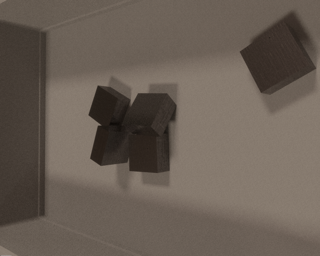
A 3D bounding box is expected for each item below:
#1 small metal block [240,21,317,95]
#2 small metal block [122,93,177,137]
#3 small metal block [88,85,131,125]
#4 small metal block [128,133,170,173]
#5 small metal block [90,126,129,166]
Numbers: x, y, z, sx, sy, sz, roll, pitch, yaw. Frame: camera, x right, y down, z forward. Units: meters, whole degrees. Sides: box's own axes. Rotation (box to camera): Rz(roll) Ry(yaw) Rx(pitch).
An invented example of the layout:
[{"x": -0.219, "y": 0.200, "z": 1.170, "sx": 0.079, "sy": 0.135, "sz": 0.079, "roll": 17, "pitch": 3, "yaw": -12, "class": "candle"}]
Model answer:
[{"x": 0.117, "y": -0.068, "z": 0.310, "sx": 0.050, "sy": 0.025, "sz": 0.050, "roll": -33, "pitch": 70, "yaw": 34, "class": "small metal block"}, {"x": -0.014, "y": -0.018, "z": 0.401, "sx": 0.050, "sy": 0.025, "sz": 0.050, "roll": 5, "pitch": 60, "yaw": 39, "class": "small metal block"}, {"x": -0.077, "y": -0.031, "z": 0.468, "sx": 0.050, "sy": 0.025, "sz": 0.050, "roll": 33, "pitch": 110, "yaw": 34, "class": "small metal block"}, {"x": -0.015, "y": 0.033, "z": 0.417, "sx": 0.050, "sy": 0.025, "sz": 0.050, "roll": -3, "pitch": 88, "yaw": 39, "class": "small metal block"}, {"x": -0.067, "y": 0.024, "z": 0.443, "sx": 0.025, "sy": 0.050, "sz": 0.050, "roll": 26, "pitch": 106, "yaw": 37, "class": "small metal block"}]
